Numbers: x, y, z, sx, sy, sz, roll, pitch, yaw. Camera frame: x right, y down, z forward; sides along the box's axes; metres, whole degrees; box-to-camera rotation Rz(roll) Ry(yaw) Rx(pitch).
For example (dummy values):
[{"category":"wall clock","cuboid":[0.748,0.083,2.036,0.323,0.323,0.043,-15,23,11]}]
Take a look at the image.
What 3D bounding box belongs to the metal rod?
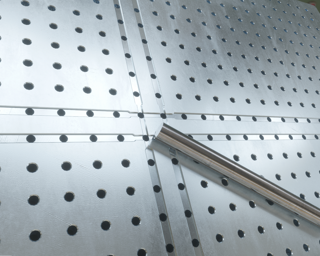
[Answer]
[{"category":"metal rod","cuboid":[0.128,0.074,0.434,0.301,0.025,0.025,29,52,-11]}]
